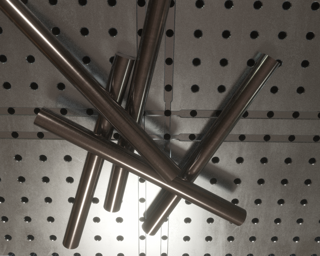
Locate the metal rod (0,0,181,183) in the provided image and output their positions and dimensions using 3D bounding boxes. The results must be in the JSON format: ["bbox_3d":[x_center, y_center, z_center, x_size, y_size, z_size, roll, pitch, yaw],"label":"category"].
[{"bbox_3d":[-0.085,-0.049,0.371,0.025,0.025,0.300,-42,97,13],"label":"metal rod"}]

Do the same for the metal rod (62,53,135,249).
[{"bbox_3d":[-0.090,0.045,0.428,0.025,0.025,0.298,17,109,-7],"label":"metal rod"}]

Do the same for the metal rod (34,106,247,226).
[{"bbox_3d":[-0.017,0.055,0.405,0.301,0.025,0.025,28,107,-11],"label":"metal rod"}]

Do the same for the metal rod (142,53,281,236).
[{"bbox_3d":[0.061,0.034,0.426,0.025,0.025,0.298,30,107,-11],"label":"metal rod"}]

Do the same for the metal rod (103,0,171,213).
[{"bbox_3d":[-0.034,-0.019,0.405,0.025,0.025,0.298,13,110,-5],"label":"metal rod"}]
